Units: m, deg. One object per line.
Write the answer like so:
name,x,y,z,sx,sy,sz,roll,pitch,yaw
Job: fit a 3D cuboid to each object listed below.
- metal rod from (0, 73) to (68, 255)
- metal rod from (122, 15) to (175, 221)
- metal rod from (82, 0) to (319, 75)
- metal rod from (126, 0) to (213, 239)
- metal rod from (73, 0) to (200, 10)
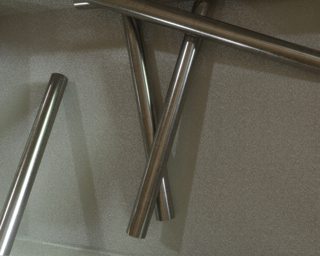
metal rod,-0.174,0.059,0.403,0.025,0.025,0.299,1,64,19
metal rod,-0.018,-0.028,0.415,0.025,0.025,0.298,-11,86,19
metal rod,0.050,-0.118,0.363,0.301,0.025,0.025,20,97,7
metal rod,0.012,-0.012,0.386,0.025,0.025,0.298,16,88,19
metal rod,0.036,-0.168,0.377,0.301,0.025,0.025,1,90,14
